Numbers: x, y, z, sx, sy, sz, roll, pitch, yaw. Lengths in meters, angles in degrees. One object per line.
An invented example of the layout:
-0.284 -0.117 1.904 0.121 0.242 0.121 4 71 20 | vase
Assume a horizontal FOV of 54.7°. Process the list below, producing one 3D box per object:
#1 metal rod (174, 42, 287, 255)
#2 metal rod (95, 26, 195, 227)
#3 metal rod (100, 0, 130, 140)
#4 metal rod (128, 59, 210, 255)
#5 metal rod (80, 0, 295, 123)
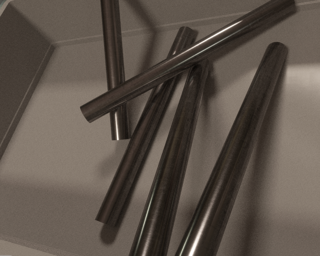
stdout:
0.082 -0.001 0.294 0.025 0.025 0.301 5 42 30 | metal rod
-0.012 -0.016 0.420 0.025 0.025 0.300 9 66 32 | metal rod
-0.066 -0.133 0.426 0.025 0.025 0.298 -5 90 25 | metal rod
0.023 0.003 0.317 0.025 0.025 0.301 -9 34 23 | metal rod
0.035 -0.090 0.400 0.301 0.025 0.025 -29 52 0 | metal rod
